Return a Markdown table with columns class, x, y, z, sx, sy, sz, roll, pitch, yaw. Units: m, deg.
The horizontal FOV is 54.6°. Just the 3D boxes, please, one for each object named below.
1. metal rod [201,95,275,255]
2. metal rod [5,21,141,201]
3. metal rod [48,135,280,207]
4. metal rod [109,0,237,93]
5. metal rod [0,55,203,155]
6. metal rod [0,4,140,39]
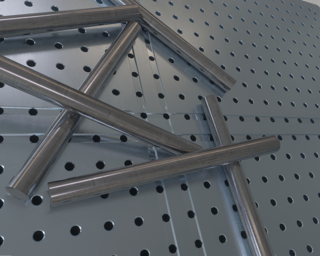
| class | x | y | z | sx | sy | sz | roll | pitch | yaw |
| --- | --- | --- | --- | --- | --- | --- | --- | --- | --- |
| metal rod | 0.109 | 0.088 | 0.412 | 0.025 | 0.025 | 0.299 | -1 | 62 | -28 |
| metal rod | -0.088 | -0.046 | 0.388 | 0.025 | 0.025 | 0.301 | 31 | 52 | -9 |
| metal rod | 0.025 | 0.044 | 0.373 | 0.302 | 0.025 | 0.025 | -9 | 66 | -25 |
| metal rod | -0.001 | -0.160 | 0.504 | 0.300 | 0.025 | 0.025 | 38 | 51 | -3 |
| metal rod | -0.074 | -0.021 | 0.350 | 0.301 | 0.025 | 0.025 | 24 | 53 | -25 |
| metal rod | -0.157 | -0.135 | 0.398 | 0.302 | 0.025 | 0.025 | -21 | 73 | -33 |
